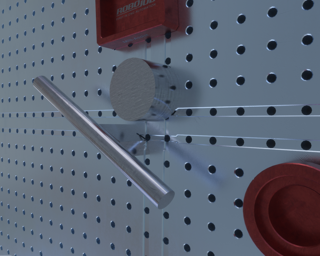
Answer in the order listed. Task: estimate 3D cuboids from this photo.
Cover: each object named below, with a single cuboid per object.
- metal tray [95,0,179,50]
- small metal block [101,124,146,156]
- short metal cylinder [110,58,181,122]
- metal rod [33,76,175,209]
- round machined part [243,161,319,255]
[{"bbox_3d":[-0.037,-0.169,0.433,0.130,0.030,0.089,-4,88,39],"label":"metal tray"},{"bbox_3d":[-0.057,0.017,0.438,0.050,0.050,0.025,35,111,34],"label":"small metal block"},{"bbox_3d":[-0.020,-0.048,0.408,0.080,0.050,0.079,0,90,39],"label":"short metal cylinder"},{"bbox_3d":[-0.093,0.003,0.418,0.300,0.025,0.025,37,113,33],"label":"metal rod"},{"bbox_3d":[0.132,0.079,0.289,0.098,0.042,0.097,0,90,39],"label":"round machined part"}]
